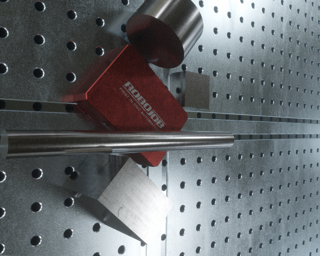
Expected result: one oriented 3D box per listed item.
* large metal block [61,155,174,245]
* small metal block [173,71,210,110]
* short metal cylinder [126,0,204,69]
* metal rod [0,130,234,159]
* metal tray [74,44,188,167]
[{"bbox_3d":[-0.046,0.073,0.336,0.080,0.080,0.050,51,60,-28],"label":"large metal block"},{"bbox_3d":[0.046,-0.053,0.450,0.050,0.025,0.050,2,89,-40],"label":"small metal block"},{"bbox_3d":[0.006,-0.120,0.380,0.080,0.080,0.050,48,61,-30],"label":"short metal cylinder"},{"bbox_3d":[-0.016,0.015,0.358,0.302,0.025,0.025,1,90,-41],"label":"metal rod"},{"bbox_3d":[-0.029,-0.025,0.383,0.130,0.030,0.090,49,61,-29],"label":"metal tray"}]
